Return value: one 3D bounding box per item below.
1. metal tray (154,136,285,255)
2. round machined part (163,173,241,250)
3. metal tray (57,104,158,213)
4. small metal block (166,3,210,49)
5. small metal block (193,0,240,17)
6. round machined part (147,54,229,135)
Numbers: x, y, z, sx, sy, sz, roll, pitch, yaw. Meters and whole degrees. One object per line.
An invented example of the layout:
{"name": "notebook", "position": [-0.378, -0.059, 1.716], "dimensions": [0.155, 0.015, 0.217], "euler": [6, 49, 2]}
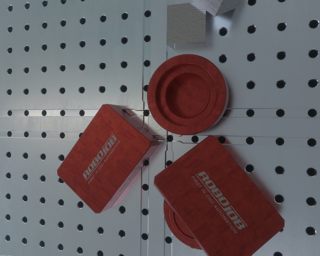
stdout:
{"name": "metal tray", "position": [0.065, 0.085, 0.359], "dimensions": [0.090, 0.030, 0.130], "euler": [-36, 79, -11]}
{"name": "round machined part", "position": [0.050, 0.103, 0.386], "dimensions": [0.098, 0.042, 0.097], "euler": [0, 90, 20]}
{"name": "metal tray", "position": [-0.076, 0.042, 0.437], "dimensions": [0.090, 0.030, 0.130], "euler": [40, 102, 15]}
{"name": "small metal block", "position": [0.037, -0.132, 0.400], "dimensions": [0.050, 0.025, 0.050], "euler": [1, 91, 20]}
{"name": "small metal block", "position": [0.066, -0.165, 0.373], "dimensions": [0.050, 0.050, 0.025], "euler": [43, 140, 15]}
{"name": "round machined part", "position": [0.037, -0.040, 0.390], "dimensions": [0.098, 0.042, 0.097], "euler": [0, 90, 19]}
